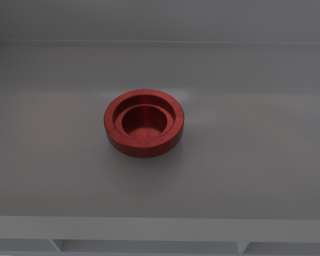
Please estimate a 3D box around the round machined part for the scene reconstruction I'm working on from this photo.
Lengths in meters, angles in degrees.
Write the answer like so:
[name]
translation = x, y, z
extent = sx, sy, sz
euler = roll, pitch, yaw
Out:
[round machined part]
translation = -0.019, -0.001, 0.395
extent = 0.099, 0.042, 0.098
euler = 0, 50, 0
